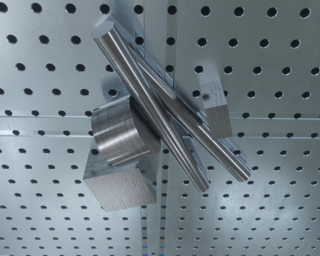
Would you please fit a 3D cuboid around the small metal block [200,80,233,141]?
[{"bbox_3d":[0.069,-0.022,0.378,0.025,0.050,0.050,-12,129,10],"label":"small metal block"}]

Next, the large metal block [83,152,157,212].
[{"bbox_3d":[-0.055,0.074,0.458,0.080,0.050,0.080,-13,129,10],"label":"large metal block"}]

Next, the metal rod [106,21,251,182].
[{"bbox_3d":[0.032,-0.016,0.398,0.025,0.025,0.300,-32,124,24],"label":"metal rod"}]

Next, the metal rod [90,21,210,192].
[{"bbox_3d":[0.007,0.000,0.388,0.025,0.025,0.300,-19,135,15],"label":"metal rod"}]

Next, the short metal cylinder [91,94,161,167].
[{"bbox_3d":[-0.039,0.002,0.376,0.050,0.080,0.080,-21,127,16],"label":"short metal cylinder"}]
